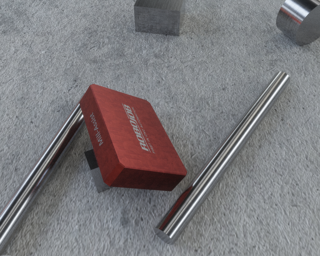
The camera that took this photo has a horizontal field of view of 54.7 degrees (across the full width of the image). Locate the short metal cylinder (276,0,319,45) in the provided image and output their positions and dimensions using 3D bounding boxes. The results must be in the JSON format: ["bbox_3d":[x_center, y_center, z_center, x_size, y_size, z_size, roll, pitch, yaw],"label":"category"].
[{"bbox_3d":[0.249,-0.190,0.531,0.081,0.080,0.050,-20,53,-17],"label":"short metal cylinder"}]

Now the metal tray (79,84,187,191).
[{"bbox_3d":[-0.033,0.009,0.356,0.091,0.030,0.130,14,35,-39],"label":"metal tray"}]

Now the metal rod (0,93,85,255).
[{"bbox_3d":[-0.144,0.069,0.343,0.025,0.025,0.300,14,51,11],"label":"metal rod"}]

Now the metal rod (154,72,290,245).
[{"bbox_3d":[0.094,0.017,0.389,0.025,0.025,0.301,30,56,22],"label":"metal rod"}]

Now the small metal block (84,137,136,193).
[{"bbox_3d":[-0.053,0.042,0.351,0.050,0.050,0.025,-19,53,-16],"label":"small metal block"}]

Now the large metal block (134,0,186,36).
[{"bbox_3d":[0.002,-0.217,0.569,0.080,0.050,0.080,8,51,6],"label":"large metal block"}]
